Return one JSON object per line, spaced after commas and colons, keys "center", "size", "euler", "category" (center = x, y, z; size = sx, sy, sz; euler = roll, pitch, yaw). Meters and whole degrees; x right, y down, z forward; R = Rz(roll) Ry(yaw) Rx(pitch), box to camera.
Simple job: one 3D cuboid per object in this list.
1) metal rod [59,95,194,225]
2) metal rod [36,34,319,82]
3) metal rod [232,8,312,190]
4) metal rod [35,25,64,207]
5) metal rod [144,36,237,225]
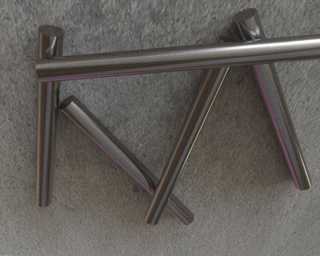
{"center": [-0.033, 0.064, 0.461], "size": [0.025, 0.025, 0.300], "euler": [-27, 126, 20], "category": "metal rod"}
{"center": [0.028, -0.071, 0.313], "size": [0.302, 0.025, 0.025], "euler": [-4, 130, 3], "category": "metal rod"}
{"center": [0.155, -0.013, 0.398], "size": [0.025, 0.025, 0.299], "euler": [-22, 127, 17], "category": "metal rod"}
{"center": [-0.151, 0.009, 0.412], "size": [0.025, 0.025, 0.298], "euler": [11, 129, -10], "category": "metal rod"}
{"center": [0.031, 0.025, 0.409], "size": [0.025, 0.025, 0.298], "euler": [13, 123, -11], "category": "metal rod"}
